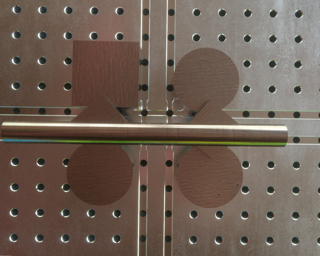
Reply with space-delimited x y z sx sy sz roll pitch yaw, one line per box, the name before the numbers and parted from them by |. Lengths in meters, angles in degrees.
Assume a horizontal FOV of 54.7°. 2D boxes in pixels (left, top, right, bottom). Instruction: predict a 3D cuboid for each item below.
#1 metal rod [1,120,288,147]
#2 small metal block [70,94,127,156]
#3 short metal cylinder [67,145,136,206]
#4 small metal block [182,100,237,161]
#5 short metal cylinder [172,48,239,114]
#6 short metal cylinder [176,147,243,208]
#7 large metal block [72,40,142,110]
metal rod | -0.016 0.006 0.338 0.302 0.025 0.025 1 90 0
small metal block | -0.068 -0.003 0.363 0.050 0.025 0.050 -40 90 0
short metal cylinder | -0.073 0.054 0.399 0.081 0.050 0.080 0 90 0
small metal block | 0.060 0.003 0.364 0.050 0.025 0.050 40 90 0
short metal cylinder | 0.056 -0.058 0.401 0.081 0.050 0.080 0 90 0
short metal cylinder | 0.061 0.057 0.401 0.081 0.050 0.080 0 90 0
large metal block | -0.066 -0.066 0.400 0.081 0.050 0.080 1 90 0
